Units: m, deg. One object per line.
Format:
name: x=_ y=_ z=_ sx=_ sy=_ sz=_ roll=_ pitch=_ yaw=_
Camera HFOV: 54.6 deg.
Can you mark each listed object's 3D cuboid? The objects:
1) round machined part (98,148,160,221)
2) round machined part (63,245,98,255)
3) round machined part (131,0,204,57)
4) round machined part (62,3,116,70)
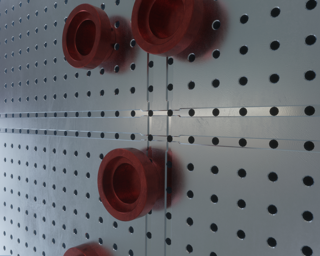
round machined part: x=-0.040 y=0.076 z=0.432 sx=0.098 sy=0.042 sz=0.097 roll=0 pitch=90 yaw=40
round machined part: x=-0.138 y=0.249 z=0.514 sx=0.098 sy=0.042 sz=0.097 roll=0 pitch=90 yaw=40
round machined part: x=0.013 y=-0.138 z=0.388 sx=0.098 sy=0.042 sz=0.097 roll=0 pitch=90 yaw=40
round machined part: x=-0.109 y=-0.140 z=0.489 sx=0.098 sy=0.042 sz=0.097 roll=0 pitch=90 yaw=40
